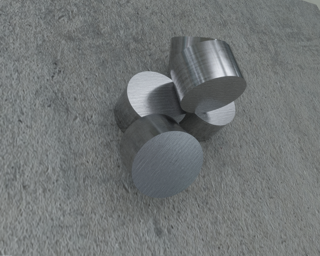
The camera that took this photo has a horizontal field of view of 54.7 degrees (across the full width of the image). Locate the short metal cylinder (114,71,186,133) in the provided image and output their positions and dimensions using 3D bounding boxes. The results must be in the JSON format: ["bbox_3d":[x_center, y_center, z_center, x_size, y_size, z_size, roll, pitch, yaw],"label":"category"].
[{"bbox_3d":[-0.013,-0.026,0.399,0.081,0.050,0.080,14,56,-21],"label":"short metal cylinder"}]

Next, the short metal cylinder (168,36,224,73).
[{"bbox_3d":[0.054,-0.102,0.454,0.081,0.080,0.050,1,100,-28],"label":"short metal cylinder"}]

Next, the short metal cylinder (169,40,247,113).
[{"bbox_3d":[0.057,-0.059,0.374,0.081,0.080,0.050,-2,63,-29],"label":"short metal cylinder"}]

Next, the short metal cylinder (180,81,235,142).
[{"bbox_3d":[0.058,-0.027,0.438,0.081,0.050,0.080,14,56,-21],"label":"short metal cylinder"}]

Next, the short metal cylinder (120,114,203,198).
[{"bbox_3d":[0.001,0.030,0.345,0.081,0.079,0.050,7,20,-25],"label":"short metal cylinder"}]
